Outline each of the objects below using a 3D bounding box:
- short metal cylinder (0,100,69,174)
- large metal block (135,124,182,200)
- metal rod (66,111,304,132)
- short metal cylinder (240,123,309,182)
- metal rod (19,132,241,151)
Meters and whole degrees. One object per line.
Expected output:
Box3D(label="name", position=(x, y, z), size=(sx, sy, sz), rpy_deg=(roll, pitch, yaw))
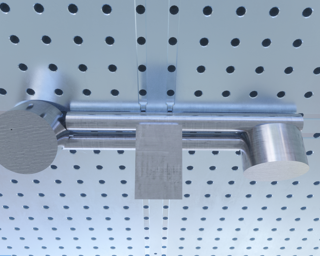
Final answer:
Box3D(label="short metal cylinder", position=(-0.160, 0.010, 0.383), size=(0.081, 0.050, 0.079), rpy_deg=(0, 107, -1))
Box3D(label="large metal block", position=(-0.002, 0.041, 0.371), size=(0.050, 0.080, 0.080), rpy_deg=(1, 172, -1))
Box3D(label="metal rod", position=(0.032, -0.008, 0.404), size=(0.302, 0.025, 0.025), rpy_deg=(1, 130, -1))
Box3D(label="short metal cylinder", position=(0.148, 0.034, 0.408), size=(0.081, 0.050, 0.080), rpy_deg=(0, 152, 0))
Box3D(label="metal rod", position=(-0.043, 0.018, 0.426), size=(0.302, 0.025, 0.025), rpy_deg=(0, 130, -1))
